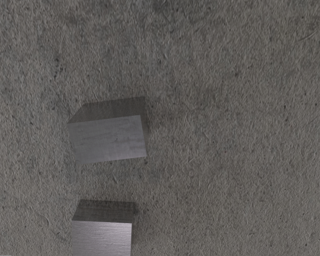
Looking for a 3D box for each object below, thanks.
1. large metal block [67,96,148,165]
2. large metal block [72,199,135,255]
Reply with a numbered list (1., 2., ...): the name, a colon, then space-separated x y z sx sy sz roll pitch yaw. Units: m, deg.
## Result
1. large metal block: -0.058 0.000 0.380 0.080 0.080 0.050 -7 110 2
2. large metal block: -0.081 0.155 0.453 0.081 0.050 0.079 3 110 -2
